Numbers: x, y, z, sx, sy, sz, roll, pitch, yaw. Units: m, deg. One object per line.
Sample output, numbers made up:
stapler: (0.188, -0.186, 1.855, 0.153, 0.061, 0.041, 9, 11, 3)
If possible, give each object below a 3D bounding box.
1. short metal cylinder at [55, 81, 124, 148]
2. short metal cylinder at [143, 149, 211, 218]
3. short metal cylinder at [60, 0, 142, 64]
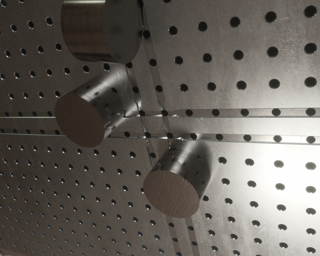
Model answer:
short metal cylinder: (-0.098, -0.020, 0.432, 0.080, 0.050, 0.079, 13, 124, 20)
short metal cylinder: (0.024, 0.077, 0.429, 0.080, 0.050, 0.079, 13, 124, 20)
short metal cylinder: (-0.060, -0.111, 0.337, 0.050, 0.080, 0.079, 8, 122, 23)
